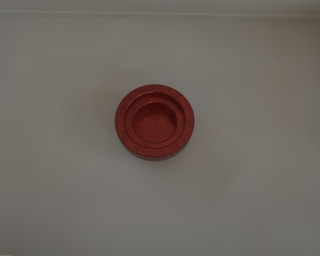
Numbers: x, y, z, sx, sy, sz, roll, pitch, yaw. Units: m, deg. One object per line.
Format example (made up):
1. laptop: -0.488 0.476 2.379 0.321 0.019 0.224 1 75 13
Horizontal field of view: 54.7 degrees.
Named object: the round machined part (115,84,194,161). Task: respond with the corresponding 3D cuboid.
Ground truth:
1. round machined part: -0.007 -0.004 0.402 0.099 0.042 0.098 0 70 -1
